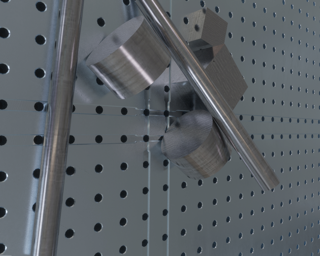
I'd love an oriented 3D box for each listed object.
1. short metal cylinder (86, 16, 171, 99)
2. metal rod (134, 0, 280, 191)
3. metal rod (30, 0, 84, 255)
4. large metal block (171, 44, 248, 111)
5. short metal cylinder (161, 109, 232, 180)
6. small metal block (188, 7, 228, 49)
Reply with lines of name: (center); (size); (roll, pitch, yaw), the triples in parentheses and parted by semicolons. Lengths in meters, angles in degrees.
short metal cylinder: (-0.035, -0.078, 0.344); (0.050, 0.080, 0.080); (49, 61, -29)
metal rod: (0.056, -0.052, 0.388); (0.025, 0.025, 0.299); (-34, 90, -35)
metal rod: (-0.104, -0.017, 0.321); (0.025, 0.025, 0.298); (8, 85, -40)
large metal block: (0.075, -0.063, 0.456); (0.080, 0.050, 0.080); (-52, 121, -27)
short metal cylinder: (0.049, 0.022, 0.415); (0.050, 0.080, 0.080); (45, 63, -31)
small metal block: (0.074, -0.146, 0.471); (0.050, 0.025, 0.050); (19, 78, -39)
